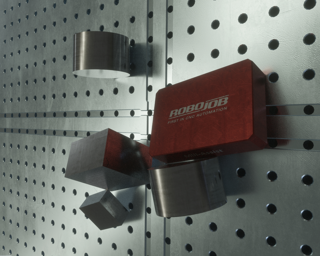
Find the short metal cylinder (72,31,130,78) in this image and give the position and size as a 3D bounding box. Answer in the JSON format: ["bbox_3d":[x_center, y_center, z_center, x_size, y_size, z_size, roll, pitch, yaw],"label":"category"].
[{"bbox_3d":[-0.083,-0.102,0.442,0.080,0.081,0.050,1,91,40],"label":"short metal cylinder"}]

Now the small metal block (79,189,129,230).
[{"bbox_3d":[-0.083,0.123,0.462,0.050,0.025,0.050,-26,110,37],"label":"small metal block"}]

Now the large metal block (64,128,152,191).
[{"bbox_3d":[-0.068,0.047,0.421,0.080,0.080,0.050,-20,55,38],"label":"large metal block"}]

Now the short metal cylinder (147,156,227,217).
[{"bbox_3d":[0.030,0.063,0.347,0.080,0.081,0.050,-14,85,39],"label":"short metal cylinder"}]

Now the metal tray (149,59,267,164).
[{"bbox_3d":[0.049,-0.014,0.346,0.130,0.030,0.090,-14,60,39],"label":"metal tray"}]
